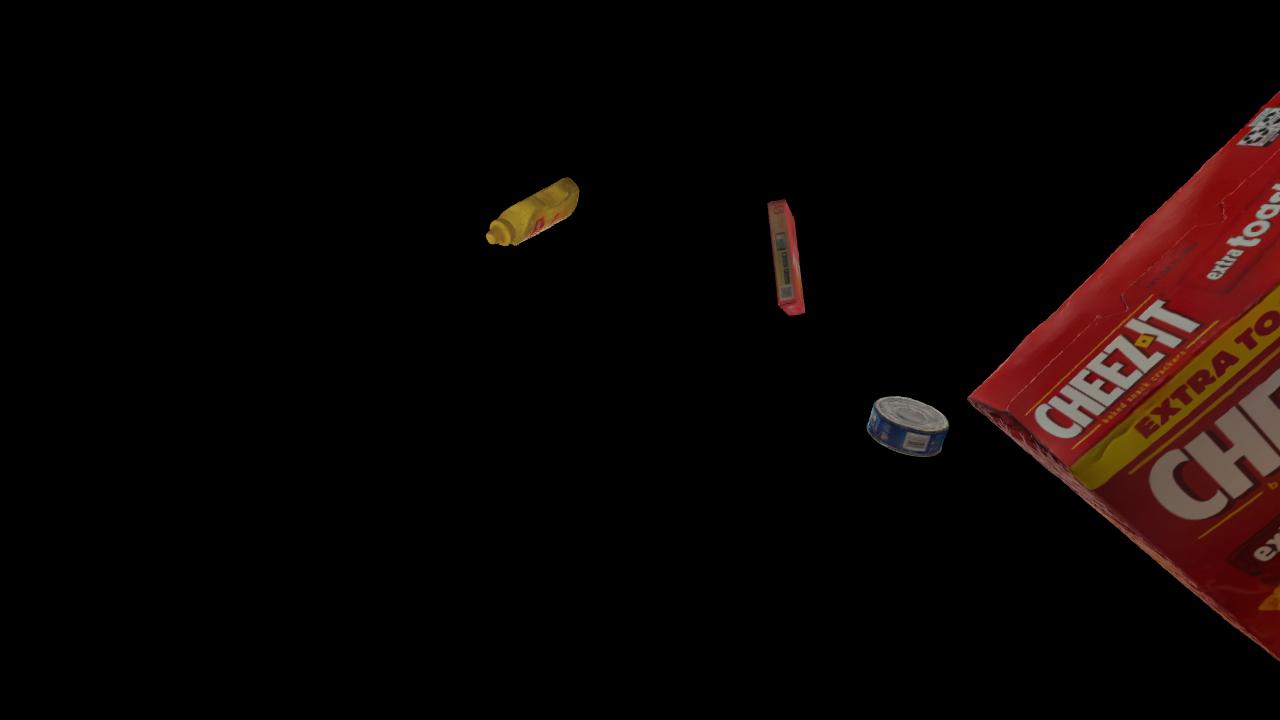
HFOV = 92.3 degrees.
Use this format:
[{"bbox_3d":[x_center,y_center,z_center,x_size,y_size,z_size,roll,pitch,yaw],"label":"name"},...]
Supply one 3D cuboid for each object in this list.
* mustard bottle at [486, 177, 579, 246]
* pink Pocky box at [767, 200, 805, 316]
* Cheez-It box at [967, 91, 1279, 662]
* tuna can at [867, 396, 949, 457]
[{"bbox_3d":[-0.177,-0.228,0.983,0.092,0.054,0.184,-34,7,47],"label":"mustard bottle"},{"bbox_3d":[0.216,-0.148,0.904,0.029,0.155,0.084,-8,-10,22],"label":"pink Pocky box"},{"bbox_3d":[0.283,0.025,0.264,0.223,0.166,0.071,35,14,-20],"label":"Cheez-It box"},{"bbox_3d":[0.308,0.075,0.709,0.084,0.034,0.084,5,25,-2],"label":"tuna can"}]
